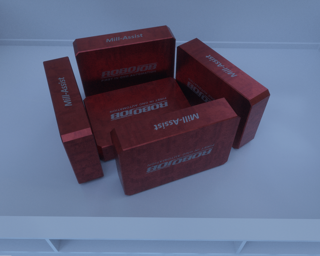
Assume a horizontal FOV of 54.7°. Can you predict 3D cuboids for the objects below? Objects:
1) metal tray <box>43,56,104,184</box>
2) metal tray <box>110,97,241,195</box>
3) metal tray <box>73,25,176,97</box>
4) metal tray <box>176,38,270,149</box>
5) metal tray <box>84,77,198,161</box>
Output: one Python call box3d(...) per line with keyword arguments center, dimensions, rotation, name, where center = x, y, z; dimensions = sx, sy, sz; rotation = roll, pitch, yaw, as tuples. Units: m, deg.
box3d(center=(-0.103, -0.011, 0.368), dimensions=(0.030, 0.089, 0.130), rotation=(-17, 52, -14), name="metal tray")
box3d(center=(0.017, 0.022, 0.342), dimensions=(0.131, 0.089, 0.030), rotation=(-16, 52, -14), name="metal tray")
box3d(center=(-0.046, -0.088, 0.433), dimensions=(0.131, 0.089, 0.030), rotation=(-12, 51, -11), name="metal tray")
box3d(center=(0.072, -0.045, 0.400), dimensions=(0.030, 0.089, 0.130), rotation=(-30, 56, -22), name="metal tray")
box3d(center=(-0.027, -0.016, 0.411), dimensions=(0.131, 0.030, 0.090), rotation=(-15, 52, -13), name="metal tray")
